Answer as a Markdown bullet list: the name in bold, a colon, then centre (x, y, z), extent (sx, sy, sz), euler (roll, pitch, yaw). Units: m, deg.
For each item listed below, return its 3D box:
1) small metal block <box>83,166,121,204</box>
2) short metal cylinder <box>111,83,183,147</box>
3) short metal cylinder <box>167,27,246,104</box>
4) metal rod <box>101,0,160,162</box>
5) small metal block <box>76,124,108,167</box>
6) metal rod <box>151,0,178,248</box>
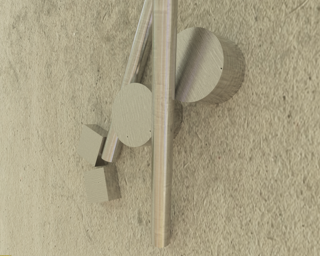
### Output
- **small metal block**: centre (-0.090, 0.088, 0.479), extent (0.050, 0.025, 0.050), euler (-17, 79, 38)
- **short metal cylinder**: centre (-0.017, -0.016, 0.403), extent (0.080, 0.050, 0.079), euler (0, 90, 40)
- **short metal cylinder**: centre (0.048, -0.067, 0.349), extent (0.080, 0.050, 0.079), euler (0, 90, 40)
- **metal rod**: centre (-0.032, -0.091, 0.431), extent (0.025, 0.025, 0.298), euler (28, 108, 36)
- **small metal block**: centre (-0.102, 0.027, 0.489), extent (0.050, 0.025, 0.050), euler (29, 108, 36)
- **metal rod**: centre (0.003, 0.009, 0.353), extent (0.025, 0.025, 0.298), euler (19, 117, 38)
